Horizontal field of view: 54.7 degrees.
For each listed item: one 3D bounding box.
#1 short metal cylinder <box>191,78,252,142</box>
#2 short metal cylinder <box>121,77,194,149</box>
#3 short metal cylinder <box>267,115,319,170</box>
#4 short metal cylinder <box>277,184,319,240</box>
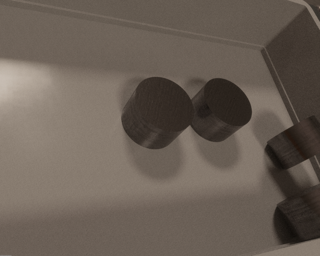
[{"bbox_3d":[0.086,-0.026,0.454,0.081,0.050,0.080,14,56,-21],"label":"short metal cylinder"},{"bbox_3d":[-0.004,-0.019,0.401,0.081,0.050,0.080,14,56,-21],"label":"short metal cylinder"},{"bbox_3d":[0.214,0.023,0.474,0.081,0.080,0.050,-18,72,-35],"label":"short metal cylinder"},{"bbox_3d":[0.208,0.110,0.418,0.081,0.080,0.050,-14,69,-34],"label":"short metal cylinder"}]
